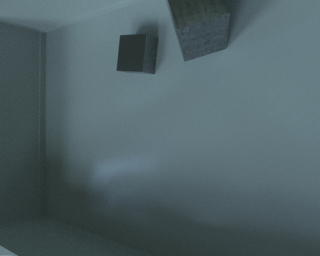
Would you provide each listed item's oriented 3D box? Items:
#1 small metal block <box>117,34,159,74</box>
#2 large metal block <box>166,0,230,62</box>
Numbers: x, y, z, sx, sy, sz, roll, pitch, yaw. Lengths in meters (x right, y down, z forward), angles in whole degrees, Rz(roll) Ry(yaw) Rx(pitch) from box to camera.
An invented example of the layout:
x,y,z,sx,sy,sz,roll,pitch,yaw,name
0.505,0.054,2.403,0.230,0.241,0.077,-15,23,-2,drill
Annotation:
x,y,z,sx,sy,sz,roll,pitch,yaw,name
-0.032,-0.102,0.431,0.050,0.025,0.050,11,97,39,small metal block
0.036,-0.129,0.331,0.050,0.080,0.080,-17,78,6,large metal block
